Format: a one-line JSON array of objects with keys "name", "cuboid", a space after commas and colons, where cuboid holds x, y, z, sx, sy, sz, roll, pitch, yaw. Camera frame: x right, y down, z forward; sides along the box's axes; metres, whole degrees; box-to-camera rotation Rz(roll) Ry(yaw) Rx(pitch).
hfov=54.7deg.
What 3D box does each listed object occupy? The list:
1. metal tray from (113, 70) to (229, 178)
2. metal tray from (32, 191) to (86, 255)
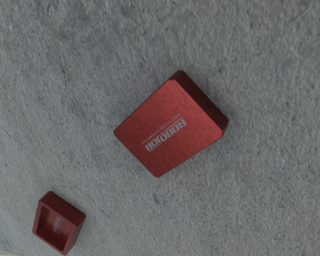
[{"name": "metal tray", "cuboid": [0.010, 0.000, 0.397, 0.090, 0.030, 0.129, 47, 129, -5]}, {"name": "metal tray", "cuboid": [-0.209, 0.197, 0.632, 0.090, 0.030, 0.129, 32, 128, 6]}]
